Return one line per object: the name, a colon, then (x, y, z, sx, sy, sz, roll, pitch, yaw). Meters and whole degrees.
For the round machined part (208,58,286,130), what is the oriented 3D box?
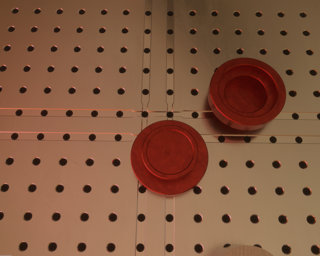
round machined part: (0.114, -0.042, 0.419, 0.099, 0.042, 0.098, 0, 70, 0)

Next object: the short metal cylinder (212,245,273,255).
short metal cylinder: (0.092, 0.170, 0.337, 0.081, 0.050, 0.080, 0, 70, 0)

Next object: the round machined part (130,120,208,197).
round machined part: (0.012, 0.035, 0.390, 0.099, 0.042, 0.098, 0, 70, 0)
